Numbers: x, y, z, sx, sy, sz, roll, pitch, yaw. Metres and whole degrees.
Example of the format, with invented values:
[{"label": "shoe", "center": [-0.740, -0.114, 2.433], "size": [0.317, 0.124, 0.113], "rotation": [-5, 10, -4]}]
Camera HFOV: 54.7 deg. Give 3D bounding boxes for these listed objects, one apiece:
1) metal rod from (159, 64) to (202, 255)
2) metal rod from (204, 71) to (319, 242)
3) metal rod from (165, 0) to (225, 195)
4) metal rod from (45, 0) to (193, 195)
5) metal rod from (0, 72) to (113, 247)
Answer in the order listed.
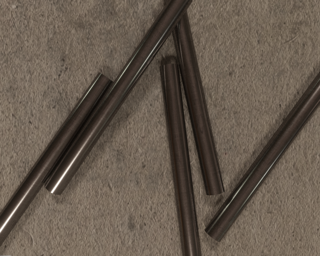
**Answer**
[{"label": "metal rod", "center": [0.030, 0.066, 0.410], "size": [0.025, 0.025, 0.298], "rotation": [-7, 90, 0]}, {"label": "metal rod", "center": [0.158, 0.022, 0.412], "size": [0.025, 0.025, 0.299], "rotation": [36, 90, -1]}, {"label": "metal rod", "center": [0.043, -0.060, 0.410], "size": [0.025, 0.025, 0.298], "rotation": [-12, 90, 0]}, {"label": "metal rod", "center": [-0.055, -0.042, 0.395], "size": [0.025, 0.025, 0.299], "rotation": [35, 95, -1]}, {"label": "metal rod", "center": [-0.156, 0.056, 0.407], "size": [0.025, 0.025, 0.299], "rotation": [35, 90, -1]}]
